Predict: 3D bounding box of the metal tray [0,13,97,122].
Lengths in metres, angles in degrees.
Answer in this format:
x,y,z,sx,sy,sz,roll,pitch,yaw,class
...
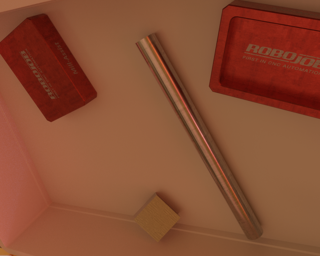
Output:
x,y,z,sx,sy,sz,roll,pitch,yaw,class
-0.159,-0.080,0.438,0.090,0.030,0.130,-20,108,35,metal tray

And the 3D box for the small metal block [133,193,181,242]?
x,y,z,sx,sy,sz,roll,pitch,yaw,class
-0.005,0.136,0.477,0.050,0.025,0.050,44,85,-2,small metal block

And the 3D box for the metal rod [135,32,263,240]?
x,y,z,sx,sy,sz,roll,pitch,yaw,class
0.057,0.022,0.391,0.025,0.025,0.299,-20,108,35,metal rod

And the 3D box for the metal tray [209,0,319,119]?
x,y,z,sx,sy,sz,roll,pitch,yaw,class
0.120,-0.066,0.300,0.130,0.030,0.089,17,125,18,metal tray
